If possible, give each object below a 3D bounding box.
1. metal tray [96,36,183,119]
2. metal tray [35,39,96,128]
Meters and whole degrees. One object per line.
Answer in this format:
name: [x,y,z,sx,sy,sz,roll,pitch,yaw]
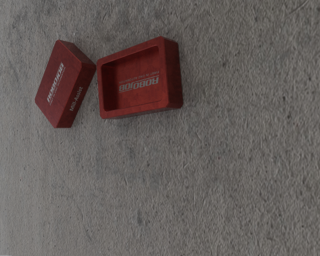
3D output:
metal tray: [-0.032,-0.064,0.428,0.130,0.030,0.089,-8,85,39]
metal tray: [-0.168,-0.075,0.541,0.090,0.030,0.129,44,116,31]
